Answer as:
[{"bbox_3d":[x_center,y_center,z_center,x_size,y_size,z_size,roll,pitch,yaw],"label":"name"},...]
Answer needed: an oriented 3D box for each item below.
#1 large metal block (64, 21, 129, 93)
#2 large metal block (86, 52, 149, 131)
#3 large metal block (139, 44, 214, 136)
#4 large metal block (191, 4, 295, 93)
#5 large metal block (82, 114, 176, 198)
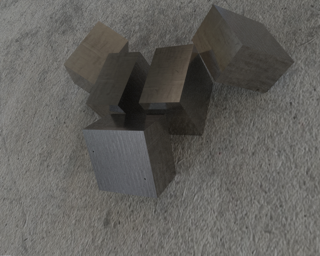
[{"bbox_3d":[-0.091,-0.097,0.464,0.050,0.080,0.080,34,78,1],"label":"large metal block"},{"bbox_3d":[-0.042,-0.044,0.418,0.050,0.080,0.080,5,64,30],"label":"large metal block"},{"bbox_3d":[0.024,-0.044,0.383,0.050,0.080,0.080,1,62,28],"label":"large metal block"},{"bbox_3d":[0.096,-0.092,0.368,0.050,0.081,0.080,-56,40,38],"label":"large metal block"},{"bbox_3d":[-0.034,0.029,0.360,0.080,0.079,0.050,1,23,28],"label":"large metal block"}]
